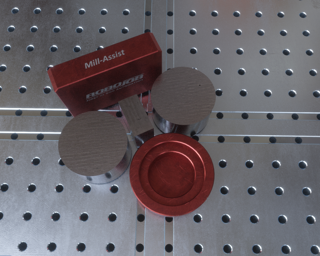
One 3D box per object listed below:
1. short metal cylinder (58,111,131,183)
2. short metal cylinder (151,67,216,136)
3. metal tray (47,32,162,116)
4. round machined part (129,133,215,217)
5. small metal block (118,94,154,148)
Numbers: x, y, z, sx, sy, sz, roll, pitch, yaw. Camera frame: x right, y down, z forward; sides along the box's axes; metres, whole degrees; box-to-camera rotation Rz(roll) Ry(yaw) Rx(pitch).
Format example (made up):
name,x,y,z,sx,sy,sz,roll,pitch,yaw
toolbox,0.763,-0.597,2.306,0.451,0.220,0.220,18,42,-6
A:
name,x,y,z,sx,sy,sz,roll,pitch,yaw
short metal cylinder,-0.078,0.025,0.385,0.081,0.050,0.080,0,70,0
short metal cylinder,0.029,-0.033,0.407,0.081,0.050,0.080,0,70,0
metal tray,-0.063,-0.064,0.395,0.131,0.090,0.030,-22,72,-8
round machined part,0.014,0.058,0.377,0.099,0.042,0.098,0,70,0
small metal block,-0.029,-0.008,0.396,0.025,0.050,0.050,-24,72,-8
